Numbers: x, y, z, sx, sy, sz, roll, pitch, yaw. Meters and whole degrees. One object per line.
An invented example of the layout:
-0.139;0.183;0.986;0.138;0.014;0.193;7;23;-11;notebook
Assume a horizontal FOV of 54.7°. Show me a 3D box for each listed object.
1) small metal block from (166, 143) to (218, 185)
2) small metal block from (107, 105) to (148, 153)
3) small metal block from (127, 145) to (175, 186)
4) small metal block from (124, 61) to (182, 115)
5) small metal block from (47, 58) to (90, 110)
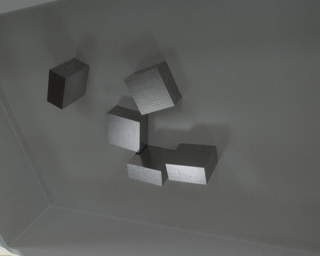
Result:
0.042;0.045;0.398;0.050;0.050;0.025;3;120;27;small metal block
-0.045;0.001;0.433;0.050;0.025;0.050;16;125;19;small metal block
-0.010;0.050;0.429;0.050;0.050;0.025;10;123;23;small metal block
-0.008;-0.049;0.383;0.050;0.025;0.050;-14;112;33;small metal block
-0.124;-0.061;0.421;0.025;0.050;0.050;28;128;10;small metal block
